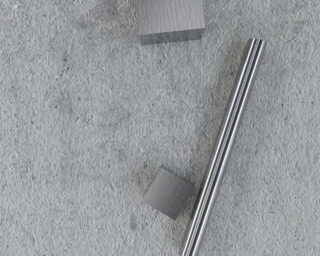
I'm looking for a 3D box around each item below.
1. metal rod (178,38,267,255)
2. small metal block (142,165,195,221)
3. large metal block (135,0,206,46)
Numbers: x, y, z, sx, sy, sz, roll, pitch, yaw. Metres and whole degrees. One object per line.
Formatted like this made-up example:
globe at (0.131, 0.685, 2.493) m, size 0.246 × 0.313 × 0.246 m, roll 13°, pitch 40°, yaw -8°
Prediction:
metal rod at (0.083, 0.028, 0.410) m, size 0.025 × 0.025 × 0.298 m, roll 18°, pitch 90°, yaw 0°
small metal block at (0.011, 0.085, 0.410) m, size 0.050 × 0.025 × 0.050 m, roll 31°, pitch 90°, yaw 0°
large metal block at (0.010, -0.156, 0.397) m, size 0.080 × 0.050 × 0.080 m, roll -6°, pitch 90°, yaw 0°
